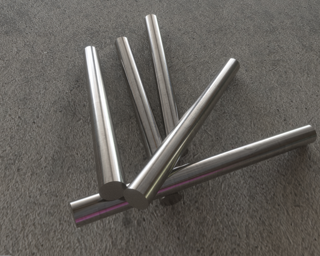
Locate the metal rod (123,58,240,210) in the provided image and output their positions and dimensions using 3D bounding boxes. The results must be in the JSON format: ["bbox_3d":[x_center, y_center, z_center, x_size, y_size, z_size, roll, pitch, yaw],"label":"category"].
[{"bbox_3d":[0.046,-0.018,0.378,0.025,0.025,0.301,22,41,17],"label":"metal rod"}]

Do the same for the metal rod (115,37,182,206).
[{"bbox_3d":[-0.026,-0.032,0.430,0.025,0.025,0.300,-11,51,-9],"label":"metal rod"}]

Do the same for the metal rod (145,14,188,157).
[{"bbox_3d":[0.003,-0.084,0.473,0.025,0.025,0.300,-6,50,-5],"label":"metal rod"}]

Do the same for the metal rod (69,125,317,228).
[{"bbox_3d":[0.056,0.044,0.341,0.302,0.025,0.025,-15,51,-22],"label":"metal rod"}]

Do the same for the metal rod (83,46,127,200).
[{"bbox_3d":[-0.077,-0.033,0.390,0.025,0.025,0.300,-11,39,-9],"label":"metal rod"}]
